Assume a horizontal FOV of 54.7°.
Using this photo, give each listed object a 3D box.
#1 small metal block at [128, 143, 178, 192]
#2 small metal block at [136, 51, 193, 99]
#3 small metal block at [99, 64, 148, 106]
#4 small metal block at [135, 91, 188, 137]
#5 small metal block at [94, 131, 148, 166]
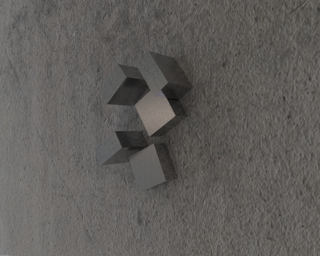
[{"bbox_3d":[-0.010,0.053,0.413,0.050,0.025,0.050,-30,72,36],"label":"small metal block"},{"bbox_3d":[0.006,-0.064,0.384,0.025,0.050,0.050,-43,64,31],"label":"small metal block"},{"bbox_3d":[-0.047,-0.058,0.427,0.050,0.050,0.025,-49,61,29],"label":"small metal block"},{"bbox_3d":[0.000,-0.023,0.405,0.050,0.025,0.050,-39,66,33],"label":"small metal block"},{"bbox_3d":[-0.054,0.028,0.433,0.050,0.050,0.025,-39,66,33],"label":"small metal block"}]
